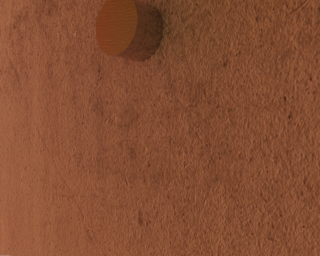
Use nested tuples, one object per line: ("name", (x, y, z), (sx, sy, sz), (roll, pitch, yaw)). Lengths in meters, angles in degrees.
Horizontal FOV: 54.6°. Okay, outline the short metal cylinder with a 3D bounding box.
("short metal cylinder", (-0.042, -0.135, 0.425), (0.080, 0.050, 0.080), (0, 90, 40))
